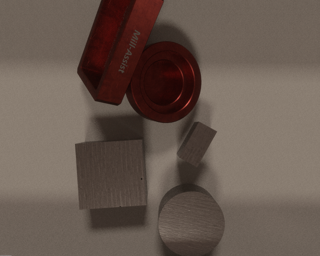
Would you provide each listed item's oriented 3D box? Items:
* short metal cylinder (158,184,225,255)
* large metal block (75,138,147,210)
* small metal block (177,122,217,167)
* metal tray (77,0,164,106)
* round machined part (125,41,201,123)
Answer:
[{"bbox_3d":[0.038,0.116,0.400,0.081,0.050,0.079,0,90,-1],"label":"short metal cylinder"},{"bbox_3d":[-0.060,0.056,0.398,0.081,0.050,0.079,-4,90,-1],"label":"large metal block"},{"bbox_3d":[0.046,0.020,0.400,0.025,0.050,0.050,29,90,0],"label":"small metal block"},{"bbox_3d":[-0.052,-0.103,0.358,0.030,0.090,0.129,11,115,-35],"label":"metal tray"},{"bbox_3d":[0.000,-0.057,0.389,0.099,0.042,0.097,-5,99,-29],"label":"round machined part"}]
